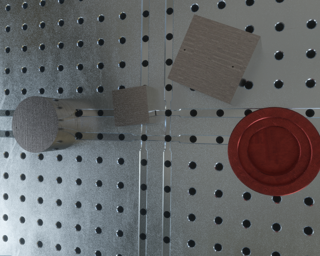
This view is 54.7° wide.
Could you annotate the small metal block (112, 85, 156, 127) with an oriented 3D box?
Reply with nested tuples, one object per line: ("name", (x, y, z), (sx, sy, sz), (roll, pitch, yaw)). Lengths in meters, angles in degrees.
("small metal block", (-0.035, -0.029, 0.424), (0.050, 0.025, 0.050), (-6, 88, 19))

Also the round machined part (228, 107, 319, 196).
("round machined part", (0.131, 0.026, 0.357), (0.098, 0.042, 0.097), (0, 90, 19))

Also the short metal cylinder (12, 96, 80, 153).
("short metal cylinder", (-0.167, -0.005, 0.457), (0.080, 0.050, 0.079), (0, 90, 19))

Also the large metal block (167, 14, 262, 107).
("large metal block", (0.067, -0.079, 0.375), (0.080, 0.050, 0.080), (25, 98, 18))
